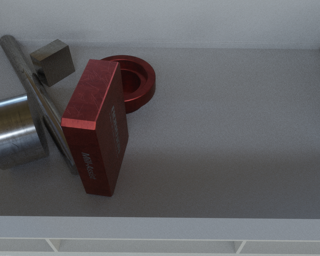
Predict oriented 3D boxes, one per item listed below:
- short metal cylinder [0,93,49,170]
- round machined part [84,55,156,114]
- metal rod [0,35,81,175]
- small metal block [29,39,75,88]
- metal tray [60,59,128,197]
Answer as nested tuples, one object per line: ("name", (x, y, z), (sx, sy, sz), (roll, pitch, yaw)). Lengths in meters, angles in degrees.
("short metal cylinder", (-0.169, 0.004, 0.364), (0.050, 0.080, 0.080), (-18, 53, -14))
("round machined part", (-0.055, -0.058, 0.442), (0.099, 0.042, 0.098), (0, 50, 0))
("metal rod", (-0.176, -0.050, 0.444), (0.025, 0.025, 0.300), (-27, 55, -21))
("small metal block", (-0.161, -0.098, 0.469), (0.025, 0.050, 0.050), (33, 57, 24))
("metal tray", (-0.062, 0.004, 0.333), (0.030, 0.129, 0.090), (7, 51, 5))
